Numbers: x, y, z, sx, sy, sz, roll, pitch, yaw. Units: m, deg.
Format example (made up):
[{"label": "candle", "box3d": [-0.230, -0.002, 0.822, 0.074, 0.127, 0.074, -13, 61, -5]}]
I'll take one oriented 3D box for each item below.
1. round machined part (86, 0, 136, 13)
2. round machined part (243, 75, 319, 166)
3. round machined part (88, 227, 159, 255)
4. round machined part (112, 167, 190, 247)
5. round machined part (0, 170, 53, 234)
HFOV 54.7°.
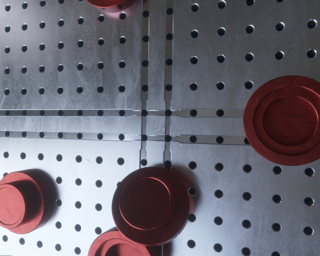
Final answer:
[{"label": "round machined part", "box3d": [-0.072, -0.215, 0.428, 0.098, 0.042, 0.097, 0, 90, 19]}, {"label": "round machined part", "box3d": [0.147, -0.008, 0.352, 0.098, 0.042, 0.097, 0, 90, 19]}, {"label": "round machined part", "box3d": [-0.045, 0.181, 0.418, 0.098, 0.042, 0.097, 0, 90, 19]}, {"label": "round machined part", "box3d": [-0.013, 0.095, 0.386, 0.099, 0.042, 0.098, -3, 64, 7]}, {"label": "round machined part", "box3d": [-0.220, 0.116, 0.479, 0.098, 0.042, 0.097, 0, 90, 19]}]
